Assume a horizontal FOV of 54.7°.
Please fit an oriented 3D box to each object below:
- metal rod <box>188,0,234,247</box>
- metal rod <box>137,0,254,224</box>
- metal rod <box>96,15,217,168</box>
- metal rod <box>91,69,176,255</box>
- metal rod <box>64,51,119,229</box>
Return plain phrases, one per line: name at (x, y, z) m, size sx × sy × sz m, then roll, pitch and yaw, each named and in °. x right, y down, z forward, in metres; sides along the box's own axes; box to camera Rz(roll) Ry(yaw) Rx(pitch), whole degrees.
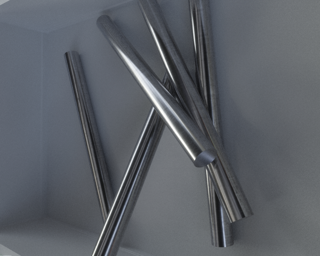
metal rod at (0.058, -0.018, 0.359) m, size 0.025 × 0.025 × 0.298 m, roll -8°, pitch 85°, yaw 40°
metal rod at (0.029, -0.042, 0.352) m, size 0.025 × 0.025 × 0.299 m, roll -37°, pitch 61°, yaw 34°
metal rod at (-0.022, -0.067, 0.384) m, size 0.025 × 0.025 × 0.300 m, roll -57°, pitch 45°, yaw 25°
metal rod at (-0.032, 0.063, 0.351) m, size 0.025 × 0.025 × 0.299 m, roll 7°, pitch 68°, yaw 40°
metal rod at (-0.111, 0.013, 0.498) m, size 0.025 × 0.025 × 0.299 m, roll -27°, pitch 73°, yaw 37°
